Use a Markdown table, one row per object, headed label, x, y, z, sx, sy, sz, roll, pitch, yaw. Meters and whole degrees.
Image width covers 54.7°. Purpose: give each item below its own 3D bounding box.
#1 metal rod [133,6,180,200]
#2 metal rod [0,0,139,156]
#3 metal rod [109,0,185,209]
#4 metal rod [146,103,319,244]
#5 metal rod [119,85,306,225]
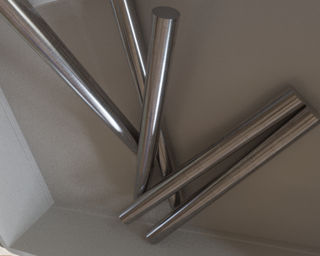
| label | x | y | z | sx | sy | sz | roll | pitch | yaw |
| --- | --- | --- | --- | --- | --- | --- | --- | --- | --- |
| metal rod | -0.012 | 0.003 | 0.376 | 0.025 | 0.025 | 0.298 | 23 | 137 | 14 |
| metal rod | -0.080 | -0.045 | 0.332 | 0.025 | 0.025 | 0.300 | 1 | 149 | 28 |
| metal rod | -0.009 | -0.016 | 0.403 | 0.025 | 0.025 | 0.298 | -1 | 118 | 29 |
| metal rod | 0.074 | 0.076 | 0.397 | 0.025 | 0.025 | 0.298 | 42 | 123 | -1 |
| metal rod | 0.044 | 0.050 | 0.392 | 0.025 | 0.025 | 0.299 | 46 | 121 | -4 |
